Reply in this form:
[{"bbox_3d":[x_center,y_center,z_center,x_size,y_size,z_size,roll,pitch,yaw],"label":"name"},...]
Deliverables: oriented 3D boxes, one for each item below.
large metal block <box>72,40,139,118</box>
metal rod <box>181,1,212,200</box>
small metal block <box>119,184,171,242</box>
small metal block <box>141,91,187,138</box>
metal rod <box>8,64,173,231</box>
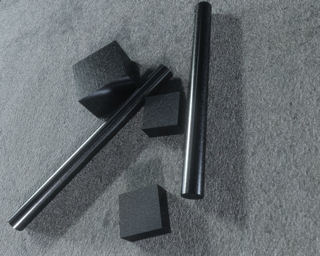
[{"bbox_3d":[-0.081,-0.075,0.474,0.080,0.050,0.080,-28,52,10],"label":"large metal block"},{"bbox_3d":[0.051,-0.056,0.409,0.025,0.025,0.299,-7,58,24],"label":"metal rod"},{"bbox_3d":[-0.018,0.097,0.353,0.050,0.025,0.050,-19,54,16],"label":"small metal block"},{"bbox_3d":[0.006,-0.017,0.410,0.050,0.025,0.050,-7,58,24],"label":"small metal block"},{"bbox_3d":[-0.094,0.024,0.436,0.300,0.025,0.025,-46,51,-5],"label":"metal rod"}]
